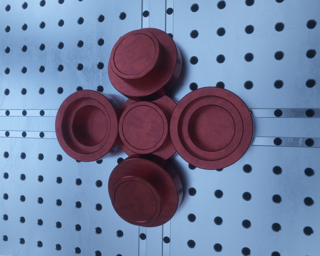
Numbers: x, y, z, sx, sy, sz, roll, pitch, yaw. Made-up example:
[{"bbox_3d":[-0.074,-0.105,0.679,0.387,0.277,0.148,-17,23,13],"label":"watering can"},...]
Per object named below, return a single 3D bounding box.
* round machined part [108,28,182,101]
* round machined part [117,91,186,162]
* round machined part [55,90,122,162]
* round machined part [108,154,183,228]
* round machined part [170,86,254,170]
[{"bbox_3d":[-0.025,-0.086,0.399,0.098,0.042,0.098,-5,74,20],"label":"round machined part"},{"bbox_3d":[-0.015,-0.001,0.407,0.098,0.042,0.097,0,90,19],"label":"round machined part"},{"bbox_3d":[-0.093,-0.003,0.435,0.098,0.042,0.097,0,90,19],"label":"round machined part"},{"bbox_3d":[-0.024,0.085,0.399,0.098,0.042,0.097,5,106,18],"label":"round machined part"},{"bbox_3d":[0.065,0.000,0.380,0.098,0.042,0.097,0,90,19],"label":"round machined part"}]
